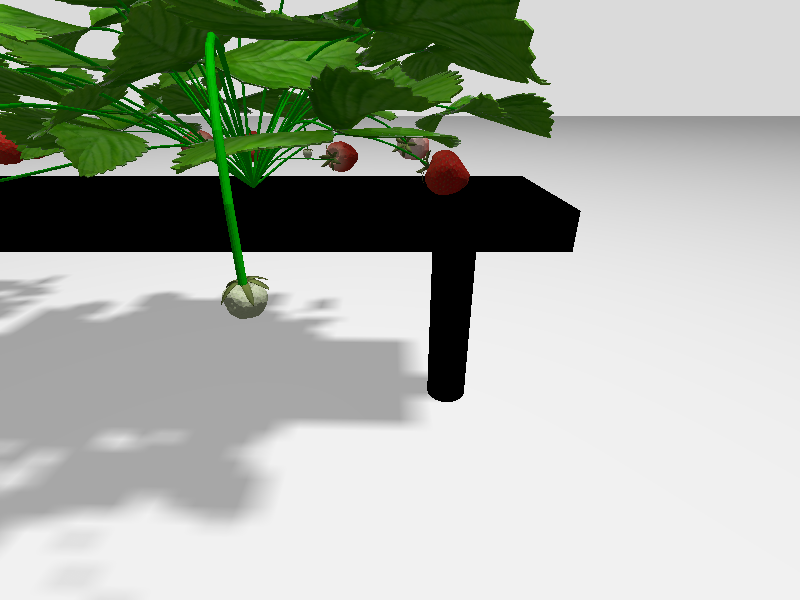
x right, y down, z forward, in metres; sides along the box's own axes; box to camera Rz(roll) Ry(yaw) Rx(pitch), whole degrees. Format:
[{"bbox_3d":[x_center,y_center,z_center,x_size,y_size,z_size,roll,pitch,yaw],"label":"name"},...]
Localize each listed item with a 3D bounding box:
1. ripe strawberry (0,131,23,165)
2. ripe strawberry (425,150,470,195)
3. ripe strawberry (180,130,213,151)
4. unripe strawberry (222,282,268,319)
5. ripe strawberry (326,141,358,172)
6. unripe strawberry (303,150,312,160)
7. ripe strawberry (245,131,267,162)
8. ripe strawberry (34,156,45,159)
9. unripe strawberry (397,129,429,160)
[{"bbox_3d":[-0.452,-0.179,0.462,0.038,0.043,0.041,21,32,36],"label":"ripe strawberry"},{"bbox_3d":[0.038,-0.099,0.314,0.034,0.034,0.032,21,27,-1],"label":"ripe strawberry"},{"bbox_3d":[-0.253,-0.194,0.501,0.040,0.034,0.040,-17,30,-31],"label":"ripe strawberry"},{"bbox_3d":[-0.047,0.000,0.122,0.013,0.012,0.012,-8,27,-16],"label":"unripe strawberry"},{"bbox_3d":[-0.058,-0.147,0.412,0.033,0.030,0.030,19,31,34],"label":"ripe strawberry"},{"bbox_3d":[-0.119,-0.187,0.516,0.011,0.012,0.012,1,26,2],"label":"unripe strawberry"},{"bbox_3d":[-0.176,-0.185,0.483,0.031,0.035,0.033,-8,26,-15],"label":"ripe strawberry"},{"bbox_3d":[-0.455,-0.193,0.500,0.037,0.033,0.034,16,20,29],"label":"ripe strawberry"},{"bbox_3d":[0.019,-0.191,0.493,0.041,0.036,0.041,20,23,35],"label":"unripe strawberry"}]
